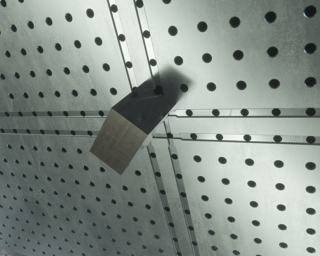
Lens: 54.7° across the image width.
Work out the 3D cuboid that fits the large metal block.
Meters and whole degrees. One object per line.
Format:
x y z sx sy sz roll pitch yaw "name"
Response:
-0.034 -0.001 0.392 0.050 0.080 0.080 37 129 3 "large metal block"
